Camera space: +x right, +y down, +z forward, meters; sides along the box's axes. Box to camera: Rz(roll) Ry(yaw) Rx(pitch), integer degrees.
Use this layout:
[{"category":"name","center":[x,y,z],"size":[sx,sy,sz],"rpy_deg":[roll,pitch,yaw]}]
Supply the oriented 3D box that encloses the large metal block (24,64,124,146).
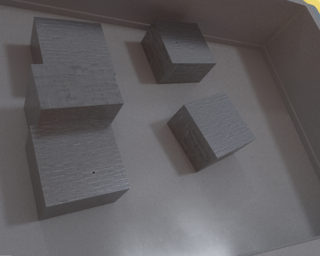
[{"category":"large metal block","center":[-0.096,-0.024,0.334],"size":[0.081,0.080,0.050],"rpy_deg":[-7,66,-32]}]

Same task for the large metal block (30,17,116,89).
[{"category":"large metal block","center":[-0.110,-0.085,0.383],"size":[0.081,0.050,0.080],"rpy_deg":[-5,64,-31]}]

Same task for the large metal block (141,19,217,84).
[{"category":"large metal block","center":[0.027,-0.116,0.477],"size":[0.081,0.050,0.080],"rpy_deg":[-7,66,-32]}]

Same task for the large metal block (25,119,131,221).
[{"category":"large metal block","center":[-0.087,0.040,0.319],"size":[0.081,0.050,0.080],"rpy_deg":[-7,65,-32]}]

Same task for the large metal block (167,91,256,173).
[{"category":"large metal block","center":[0.070,0.004,0.427],"size":[0.081,0.050,0.080],"rpy_deg":[-20,73,-36]}]
